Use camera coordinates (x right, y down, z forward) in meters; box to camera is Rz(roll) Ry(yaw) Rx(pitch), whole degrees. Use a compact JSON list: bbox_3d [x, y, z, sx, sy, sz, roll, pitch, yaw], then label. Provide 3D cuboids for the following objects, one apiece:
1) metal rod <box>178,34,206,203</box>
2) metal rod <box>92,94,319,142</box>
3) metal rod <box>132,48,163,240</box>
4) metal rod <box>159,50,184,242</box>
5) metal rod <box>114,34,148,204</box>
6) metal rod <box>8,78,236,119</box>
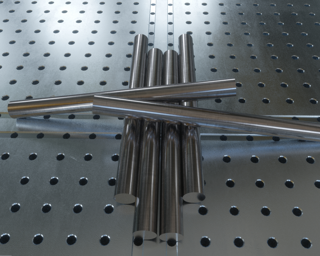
[{"bbox_3d":[0.041,-0.038,0.439,0.025,0.025,0.300,1,50,1],"label":"metal rod"},{"bbox_3d":[0.069,-0.011,0.390,0.302,0.025,0.025,7,50,-6],"label":"metal rod"},{"bbox_3d":[-0.012,-0.006,0.411,0.025,0.025,0.300,1,50,1],"label":"metal rod"},{"bbox_3d":[0.015,-0.003,0.412,0.025,0.025,0.300,1,50,1],"label":"metal rod"},{"bbox_3d":[-0.035,-0.037,0.438,0.025,0.025,0.300,1,50,1],"label":"metal rod"},{"bbox_3d":[-0.054,-0.038,0.410,0.301,0.025,0.025,-5,50,7],"label":"metal rod"}]
